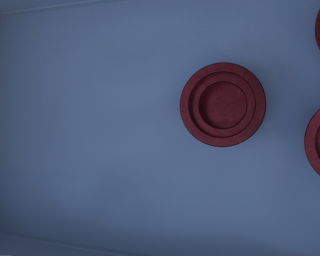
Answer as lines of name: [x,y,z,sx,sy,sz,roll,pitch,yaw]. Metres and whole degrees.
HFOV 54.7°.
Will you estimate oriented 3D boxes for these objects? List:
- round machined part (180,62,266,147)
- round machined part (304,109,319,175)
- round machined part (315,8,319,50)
round machined part: [0.077,-0.027,0.374,0.098,0.042,0.097,0,90,20]
round machined part: [0.206,0.015,0.320,0.098,0.042,0.097,2,94,36]
round machined part: [0.198,-0.109,0.305,0.098,0.042,0.097,2,92,58]
